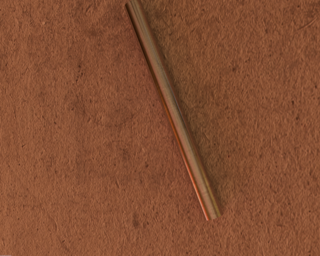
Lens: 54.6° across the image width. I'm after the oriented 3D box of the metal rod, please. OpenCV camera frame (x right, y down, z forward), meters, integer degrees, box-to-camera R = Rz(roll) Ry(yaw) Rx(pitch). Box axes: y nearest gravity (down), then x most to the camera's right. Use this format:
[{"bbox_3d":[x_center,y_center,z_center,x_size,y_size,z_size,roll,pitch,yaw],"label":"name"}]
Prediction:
[{"bbox_3d":[0.015,-0.029,0.403,0.025,0.025,0.299,-23,82,18],"label":"metal rod"}]
